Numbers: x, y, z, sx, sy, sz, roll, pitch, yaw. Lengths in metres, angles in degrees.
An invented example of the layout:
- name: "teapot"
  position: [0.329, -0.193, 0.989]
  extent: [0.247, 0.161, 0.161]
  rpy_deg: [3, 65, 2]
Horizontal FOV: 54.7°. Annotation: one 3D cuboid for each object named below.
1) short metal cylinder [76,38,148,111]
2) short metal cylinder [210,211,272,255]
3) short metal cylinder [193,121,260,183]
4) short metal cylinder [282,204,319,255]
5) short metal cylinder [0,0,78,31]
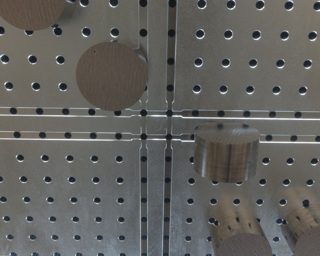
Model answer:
- name: "short metal cylinder"
  position: [-0.055, -0.066, 0.375]
  extent: [0.081, 0.050, 0.079]
  rpy_deg: [0, 110, 0]
- name: "short metal cylinder"
  position: [0.120, 0.174, 0.465]
  extent: [0.081, 0.050, 0.079]
  rpy_deg: [0, 110, 0]
- name: "short metal cylinder"
  position: [0.084, 0.028, 0.395]
  extent: [0.081, 0.080, 0.050]
  rpy_deg: [0, 110, 0]
- name: "short metal cylinder"
  position: [0.231, 0.161, 0.462]
  extent: [0.081, 0.050, 0.079]
  rpy_deg: [0, 110, 0]
- name: "short metal cylinder"
  position: [-0.138, -0.151, 0.343]
  extent: [0.081, 0.050, 0.079]
  rpy_deg: [0, 110, 0]
